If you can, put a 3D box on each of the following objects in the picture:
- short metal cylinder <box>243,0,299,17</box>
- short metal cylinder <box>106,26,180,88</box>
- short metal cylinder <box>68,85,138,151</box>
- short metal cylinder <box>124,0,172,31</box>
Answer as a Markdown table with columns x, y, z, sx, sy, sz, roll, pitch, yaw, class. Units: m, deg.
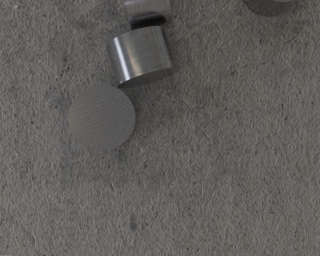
| x | y | z | sx | sy | sz | roll | pitch | yaw | class |
| --- | --- | --- | --- | --- | --- | --- | --- | --- | --- |
| 0.149 | -0.192 | 0.398 | 0.081 | 0.050 | 0.080 | 0 | 90 | 0 | short metal cylinder |
| -0.021 | -0.085 | 0.382 | 0.080 | 0.080 | 0.050 | -17 | 90 | 0 | short metal cylinder |
| -0.070 | -0.013 | 0.397 | 0.081 | 0.050 | 0.080 | 0 | 90 | 0 | short metal cylinder |
| -0.019 | -0.163 | 0.382 | 0.050 | 0.080 | 0.080 | -13 | 90 | 0 | short metal cylinder |
